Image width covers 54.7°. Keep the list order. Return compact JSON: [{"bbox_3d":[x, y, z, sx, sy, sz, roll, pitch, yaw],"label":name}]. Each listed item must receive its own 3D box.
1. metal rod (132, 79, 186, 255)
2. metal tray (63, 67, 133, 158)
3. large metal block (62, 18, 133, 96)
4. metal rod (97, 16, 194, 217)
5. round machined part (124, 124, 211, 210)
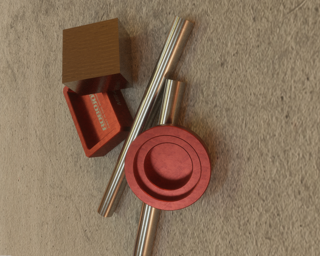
[{"bbox_3d":[-0.008,0.086,0.409,0.025,0.025,0.298,18,101,38],"label":"metal rod"},{"bbox_3d":[-0.098,-0.031,0.479,0.090,0.030,0.130,-38,67,33],"label":"metal tray"},{"bbox_3d":[-0.085,-0.096,0.429,0.080,0.050,0.080,-8,74,12],"label":"large metal block"},{"bbox_3d":[-0.026,-0.002,0.424,0.025,0.025,0.298,36,112,34],"label":"metal rod"},{"bbox_3d":[0.011,0.043,0.365,0.098,0.042,0.097,1,97,10],"label":"round machined part"}]
